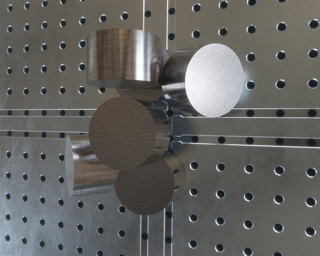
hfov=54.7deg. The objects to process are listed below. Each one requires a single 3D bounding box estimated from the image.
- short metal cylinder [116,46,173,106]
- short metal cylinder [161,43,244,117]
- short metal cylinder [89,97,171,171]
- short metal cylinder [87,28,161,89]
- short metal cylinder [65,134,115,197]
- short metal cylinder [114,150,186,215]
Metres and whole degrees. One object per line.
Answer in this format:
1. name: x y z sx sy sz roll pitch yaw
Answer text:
1. short metal cylinder: -0.015 -0.069 0.404 0.080 0.050 0.079 0 91 20
2. short metal cylinder: 0.049 -0.055 0.359 0.050 0.081 0.079 16 97 60
3. short metal cylinder: -0.033 0.006 0.357 0.080 0.050 0.079 0 90 20
4. short metal cylinder: -0.040 -0.073 0.343 0.080 0.080 0.050 1 90 20
5. short metal cylinder: -0.095 0.048 0.411 0.050 0.080 0.080 -2 89 -24
6. short metal cylinder: -0.012 0.067 0.403 0.080 0.050 0.079 0 91 19
